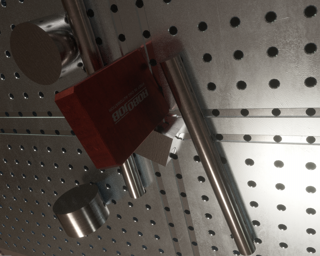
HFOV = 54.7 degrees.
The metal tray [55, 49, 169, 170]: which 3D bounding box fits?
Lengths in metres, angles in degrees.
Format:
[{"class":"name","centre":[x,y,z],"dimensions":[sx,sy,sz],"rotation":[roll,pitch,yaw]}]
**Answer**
[{"class":"metal tray","centre":[-0.044,-0.026,0.349],"dimensions":[0.030,0.131,0.090],"rotation":[-16,110,34]}]

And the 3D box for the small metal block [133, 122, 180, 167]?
[{"class":"small metal block","centre":[-0.005,0.018,0.424],"dimensions":[0.050,0.025,0.050],"rotation":[23,127,13]}]

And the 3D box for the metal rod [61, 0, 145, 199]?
[{"class":"metal rod","centre":[-0.071,-0.027,0.430],"dimensions":[0.025,0.025,0.298],"rotation":[-1,118,28]}]

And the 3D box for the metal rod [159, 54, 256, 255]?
[{"class":"metal rod","centre":[0.069,0.048,0.403],"dimensions":[0.025,0.025,0.299],"rotation":[-12,113,33]}]

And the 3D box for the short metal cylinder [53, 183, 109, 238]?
[{"class":"short metal cylinder","centre":[-0.134,0.140,0.530],"dimensions":[0.080,0.080,0.050],"rotation":[-6,115,31]}]

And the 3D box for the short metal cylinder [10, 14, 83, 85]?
[{"class":"short metal cylinder","centre":[-0.145,-0.103,0.406],"dimensions":[0.080,0.050,0.079],"rotation":[13,124,20]}]
